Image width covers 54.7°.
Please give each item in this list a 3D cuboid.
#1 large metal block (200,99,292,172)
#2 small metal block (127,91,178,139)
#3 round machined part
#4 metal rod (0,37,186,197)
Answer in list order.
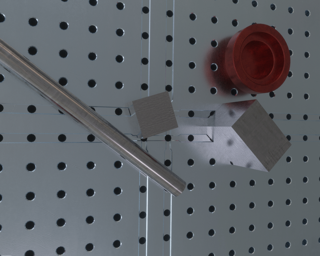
[{"bbox_3d":[0.115,0.010,0.426,0.050,0.080,0.080,-45,104,-14],"label":"large metal block"},{"bbox_3d":[-0.010,-0.017,0.409,0.050,0.025,0.050,-19,96,-19],"label":"small metal block"},{"bbox_3d":[0.137,-0.098,0.454,0.099,0.042,0.097,0,90,-20],"label":"round machined part"},{"bbox_3d":[-0.085,-0.009,0.381,0.301,0.025,0.025,39,78,-16],"label":"metal rod"}]
